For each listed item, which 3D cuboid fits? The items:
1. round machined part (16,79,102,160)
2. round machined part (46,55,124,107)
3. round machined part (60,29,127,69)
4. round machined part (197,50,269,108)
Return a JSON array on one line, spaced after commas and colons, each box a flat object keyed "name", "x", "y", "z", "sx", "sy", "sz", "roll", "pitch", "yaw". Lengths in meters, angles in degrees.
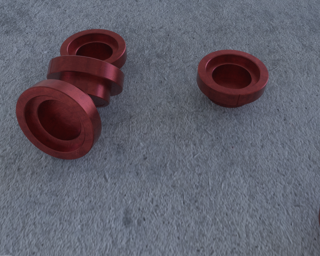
[{"name": "round machined part", "x": -0.115, "y": -0.013, "z": 0.370, "sx": 0.098, "sy": 0.097, "sz": 0.042, "roll": 12, "pitch": 34, "yaw": 10}, {"name": "round machined part", "x": -0.099, "y": -0.056, "z": 0.410, "sx": 0.099, "sy": 0.098, "sz": 0.042, "roll": 5, "pitch": 79, "yaw": 4}, {"name": "round machined part", "x": -0.101, "y": -0.109, "z": 0.483, "sx": 0.099, "sy": 0.042, "sz": 0.098, "roll": 0, "pitch": 50, "yaw": 0}, {"name": "round machined part", "x": 0.102, "y": -0.067, "z": 0.449, "sx": 0.099, "sy": 0.042, "sz": 0.098, "roll": 0, "pitch": 50, "yaw": 0}]
